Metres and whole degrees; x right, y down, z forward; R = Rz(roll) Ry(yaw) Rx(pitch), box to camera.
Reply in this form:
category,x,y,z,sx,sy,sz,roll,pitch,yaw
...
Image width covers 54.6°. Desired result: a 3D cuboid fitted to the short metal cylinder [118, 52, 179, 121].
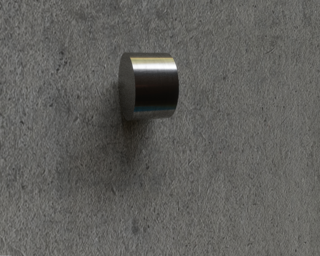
category,x,y,z,sx,sy,sz,roll,pitch,yaw
short metal cylinder,-0.016,-0.050,0.373,0.050,0.080,0.080,-5,92,-20
